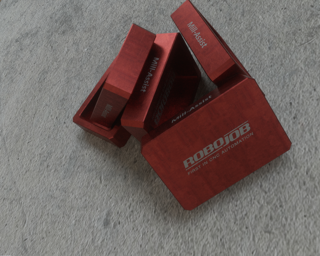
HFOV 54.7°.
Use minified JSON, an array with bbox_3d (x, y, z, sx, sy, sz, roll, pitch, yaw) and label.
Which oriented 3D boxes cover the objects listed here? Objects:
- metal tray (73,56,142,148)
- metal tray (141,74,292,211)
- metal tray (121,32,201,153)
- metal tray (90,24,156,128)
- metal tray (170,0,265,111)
[{"bbox_3d":[-0.059,-0.044,0.458,0.090,0.030,0.130,22,73,35],"label":"metal tray"},{"bbox_3d":[0.057,0.016,0.323,0.130,0.090,0.030,-34,17,6],"label":"metal tray"},{"bbox_3d":[0.008,-0.040,0.383,0.030,0.090,0.130,7,65,31],"label":"metal tray"},{"bbox_3d":[-0.051,-0.060,0.394,0.130,0.030,0.090,-39,29,66],"label":"metal tray"},{"bbox_3d":[0.069,-0.090,0.379,0.030,0.090,0.130,-39,50,20],"label":"metal tray"}]
